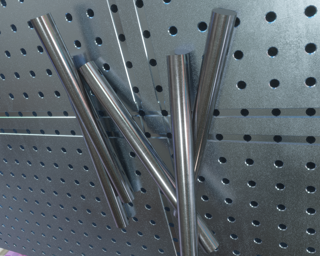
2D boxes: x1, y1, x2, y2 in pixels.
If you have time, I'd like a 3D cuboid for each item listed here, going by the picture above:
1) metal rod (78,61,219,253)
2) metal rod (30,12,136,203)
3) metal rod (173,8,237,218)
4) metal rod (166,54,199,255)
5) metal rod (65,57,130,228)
[{"bbox_3d":[-0.013,0.041,0.419,0.025,0.025,0.299,-32,94,38],"label":"metal rod"},{"bbox_3d":[-0.097,-0.009,0.436,0.025,0.025,0.298,-2,123,29],"label":"metal rod"},{"bbox_3d":[0.048,0.008,0.389,0.025,0.025,0.298,19,126,17],"label":"metal rod"},{"bbox_3d":[0.031,0.062,0.384,0.025,0.025,0.298,2,105,27],"label":"metal rod"},{"bbox_3d":[-0.098,0.038,0.483,0.025,0.025,0.298,0,119,27],"label":"metal rod"}]
